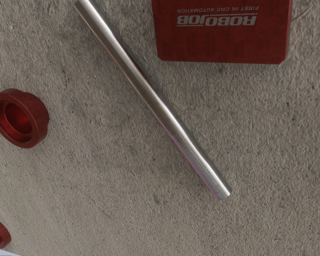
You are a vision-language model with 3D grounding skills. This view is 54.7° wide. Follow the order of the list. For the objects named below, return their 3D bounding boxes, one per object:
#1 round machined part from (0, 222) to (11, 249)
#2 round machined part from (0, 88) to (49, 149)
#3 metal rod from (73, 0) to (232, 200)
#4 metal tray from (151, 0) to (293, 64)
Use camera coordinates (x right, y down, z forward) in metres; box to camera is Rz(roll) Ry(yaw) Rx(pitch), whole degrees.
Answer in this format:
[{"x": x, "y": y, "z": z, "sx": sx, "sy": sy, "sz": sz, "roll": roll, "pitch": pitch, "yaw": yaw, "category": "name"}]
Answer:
[{"x": -0.434, "y": 0.273, "z": 0.789, "sx": 0.098, "sy": 0.042, "sz": 0.097, "roll": 13, "pitch": 124, "yaw": 20, "category": "round machined part"}, {"x": -0.219, "y": -0.019, "z": 0.497, "sx": 0.098, "sy": 0.042, "sz": 0.097, "roll": 13, "pitch": 124, "yaw": 20, "category": "round machined part"}, {"x": -0.002, "y": -0.030, "z": 0.388, "sx": 0.025, "sy": 0.025, "sz": 0.299, "roll": -29, "pitch": 103, "yaw": 37, "category": "metal rod"}, {"x": 0.058, "y": -0.112, "z": 0.303, "sx": 0.130, "sy": 0.030, "sz": 0.089, "roll": 7, "pitch": 122, "yaw": 24, "category": "metal tray"}]
